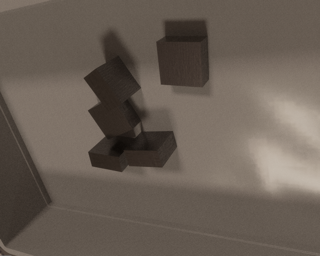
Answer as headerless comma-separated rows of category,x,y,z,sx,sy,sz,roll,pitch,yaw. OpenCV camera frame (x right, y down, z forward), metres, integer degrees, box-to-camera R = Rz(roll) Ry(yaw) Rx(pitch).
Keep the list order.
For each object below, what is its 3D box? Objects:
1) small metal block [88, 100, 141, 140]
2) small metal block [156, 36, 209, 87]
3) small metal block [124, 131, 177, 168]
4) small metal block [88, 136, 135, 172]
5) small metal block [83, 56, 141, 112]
small metal block,-0.063,-0.017,0.430,0.050,0.025,0.050,-22,107,36
small metal block,0.026,-0.075,0.347,0.050,0.025,0.050,7,122,24
small metal block,-0.012,0.027,0.414,0.050,0.050,0.025,-1,118,28
small metal block,-0.066,0.035,0.447,0.050,0.050,0.025,7,121,24
small metal block,-0.058,-0.056,0.387,0.025,0.050,0.050,-27,104,37
